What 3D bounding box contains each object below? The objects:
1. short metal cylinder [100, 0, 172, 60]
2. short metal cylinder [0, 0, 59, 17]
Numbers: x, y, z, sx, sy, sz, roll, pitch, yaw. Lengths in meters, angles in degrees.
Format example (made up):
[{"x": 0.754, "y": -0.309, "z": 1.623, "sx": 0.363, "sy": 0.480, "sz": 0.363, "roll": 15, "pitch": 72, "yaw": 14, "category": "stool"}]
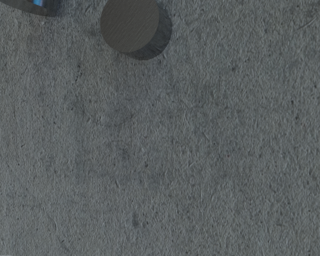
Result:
[{"x": -0.030, "y": -0.134, "z": 0.406, "sx": 0.080, "sy": 0.050, "sz": 0.080, "roll": 0, "pitch": 90, "yaw": 20, "category": "short metal cylinder"}, {"x": -0.187, "y": -0.199, "z": 0.446, "sx": 0.080, "sy": 0.080, "sz": 0.050, "roll": 14, "pitch": 95, "yaw": 19, "category": "short metal cylinder"}]
